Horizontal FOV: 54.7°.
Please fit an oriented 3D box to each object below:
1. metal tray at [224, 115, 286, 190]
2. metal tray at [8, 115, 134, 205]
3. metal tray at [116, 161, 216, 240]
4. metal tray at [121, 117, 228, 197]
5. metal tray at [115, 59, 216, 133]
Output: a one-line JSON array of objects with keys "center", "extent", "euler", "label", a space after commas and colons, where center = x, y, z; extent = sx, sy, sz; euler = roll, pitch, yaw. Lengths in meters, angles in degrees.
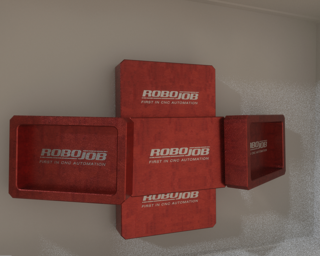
[{"center": [0.133, 0.027, 0.422], "extent": [0.131, 0.030, 0.089], "euler": [-3, 92, -49], "label": "metal tray"}, {"center": [-0.096, 0.032, 0.338], "extent": [0.131, 0.030, 0.089], "euler": [1, 91, 9], "label": "metal tray"}, {"center": [0.009, 0.090, 0.408], "extent": [0.131, 0.030, 0.089], "euler": [-1, 90, -21], "label": "metal tray"}, {"center": [0.019, 0.032, 0.381], "extent": [0.131, 0.030, 0.089], "euler": [-1, 90, -21], "label": "metal tray"}, {"center": [0.009, -0.039, 0.408], "extent": [0.131, 0.030, 0.089], "euler": [-1, 90, -21], "label": "metal tray"}]
